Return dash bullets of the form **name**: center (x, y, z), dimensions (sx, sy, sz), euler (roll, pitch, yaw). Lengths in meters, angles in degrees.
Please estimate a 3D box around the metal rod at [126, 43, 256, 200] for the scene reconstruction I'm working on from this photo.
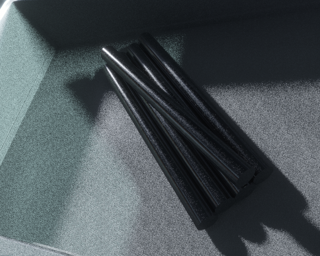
- **metal rod**: center (0.022, -0.031, 0.411), dimensions (0.025, 0.025, 0.300), euler (-37, 51, 4)

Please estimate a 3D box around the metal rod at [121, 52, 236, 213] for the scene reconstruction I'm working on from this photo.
- **metal rod**: center (0.002, -0.017, 0.413), dimensions (0.025, 0.025, 0.300), euler (-37, 51, 4)

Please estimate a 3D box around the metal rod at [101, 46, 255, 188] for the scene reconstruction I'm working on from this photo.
- **metal rod**: center (0.000, -0.035, 0.392), dimensions (0.025, 0.025, 0.300), euler (-43, 51, -2)

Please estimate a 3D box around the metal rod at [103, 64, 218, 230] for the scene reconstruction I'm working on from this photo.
- **metal rod**: center (-0.016, 0.001, 0.412), dimensions (0.025, 0.025, 0.300), euler (-37, 51, 4)

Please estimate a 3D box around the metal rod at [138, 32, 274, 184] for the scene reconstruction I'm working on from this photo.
- **metal rod**: center (0.041, -0.048, 0.412), dimensions (0.025, 0.025, 0.300), euler (-37, 51, 4)
